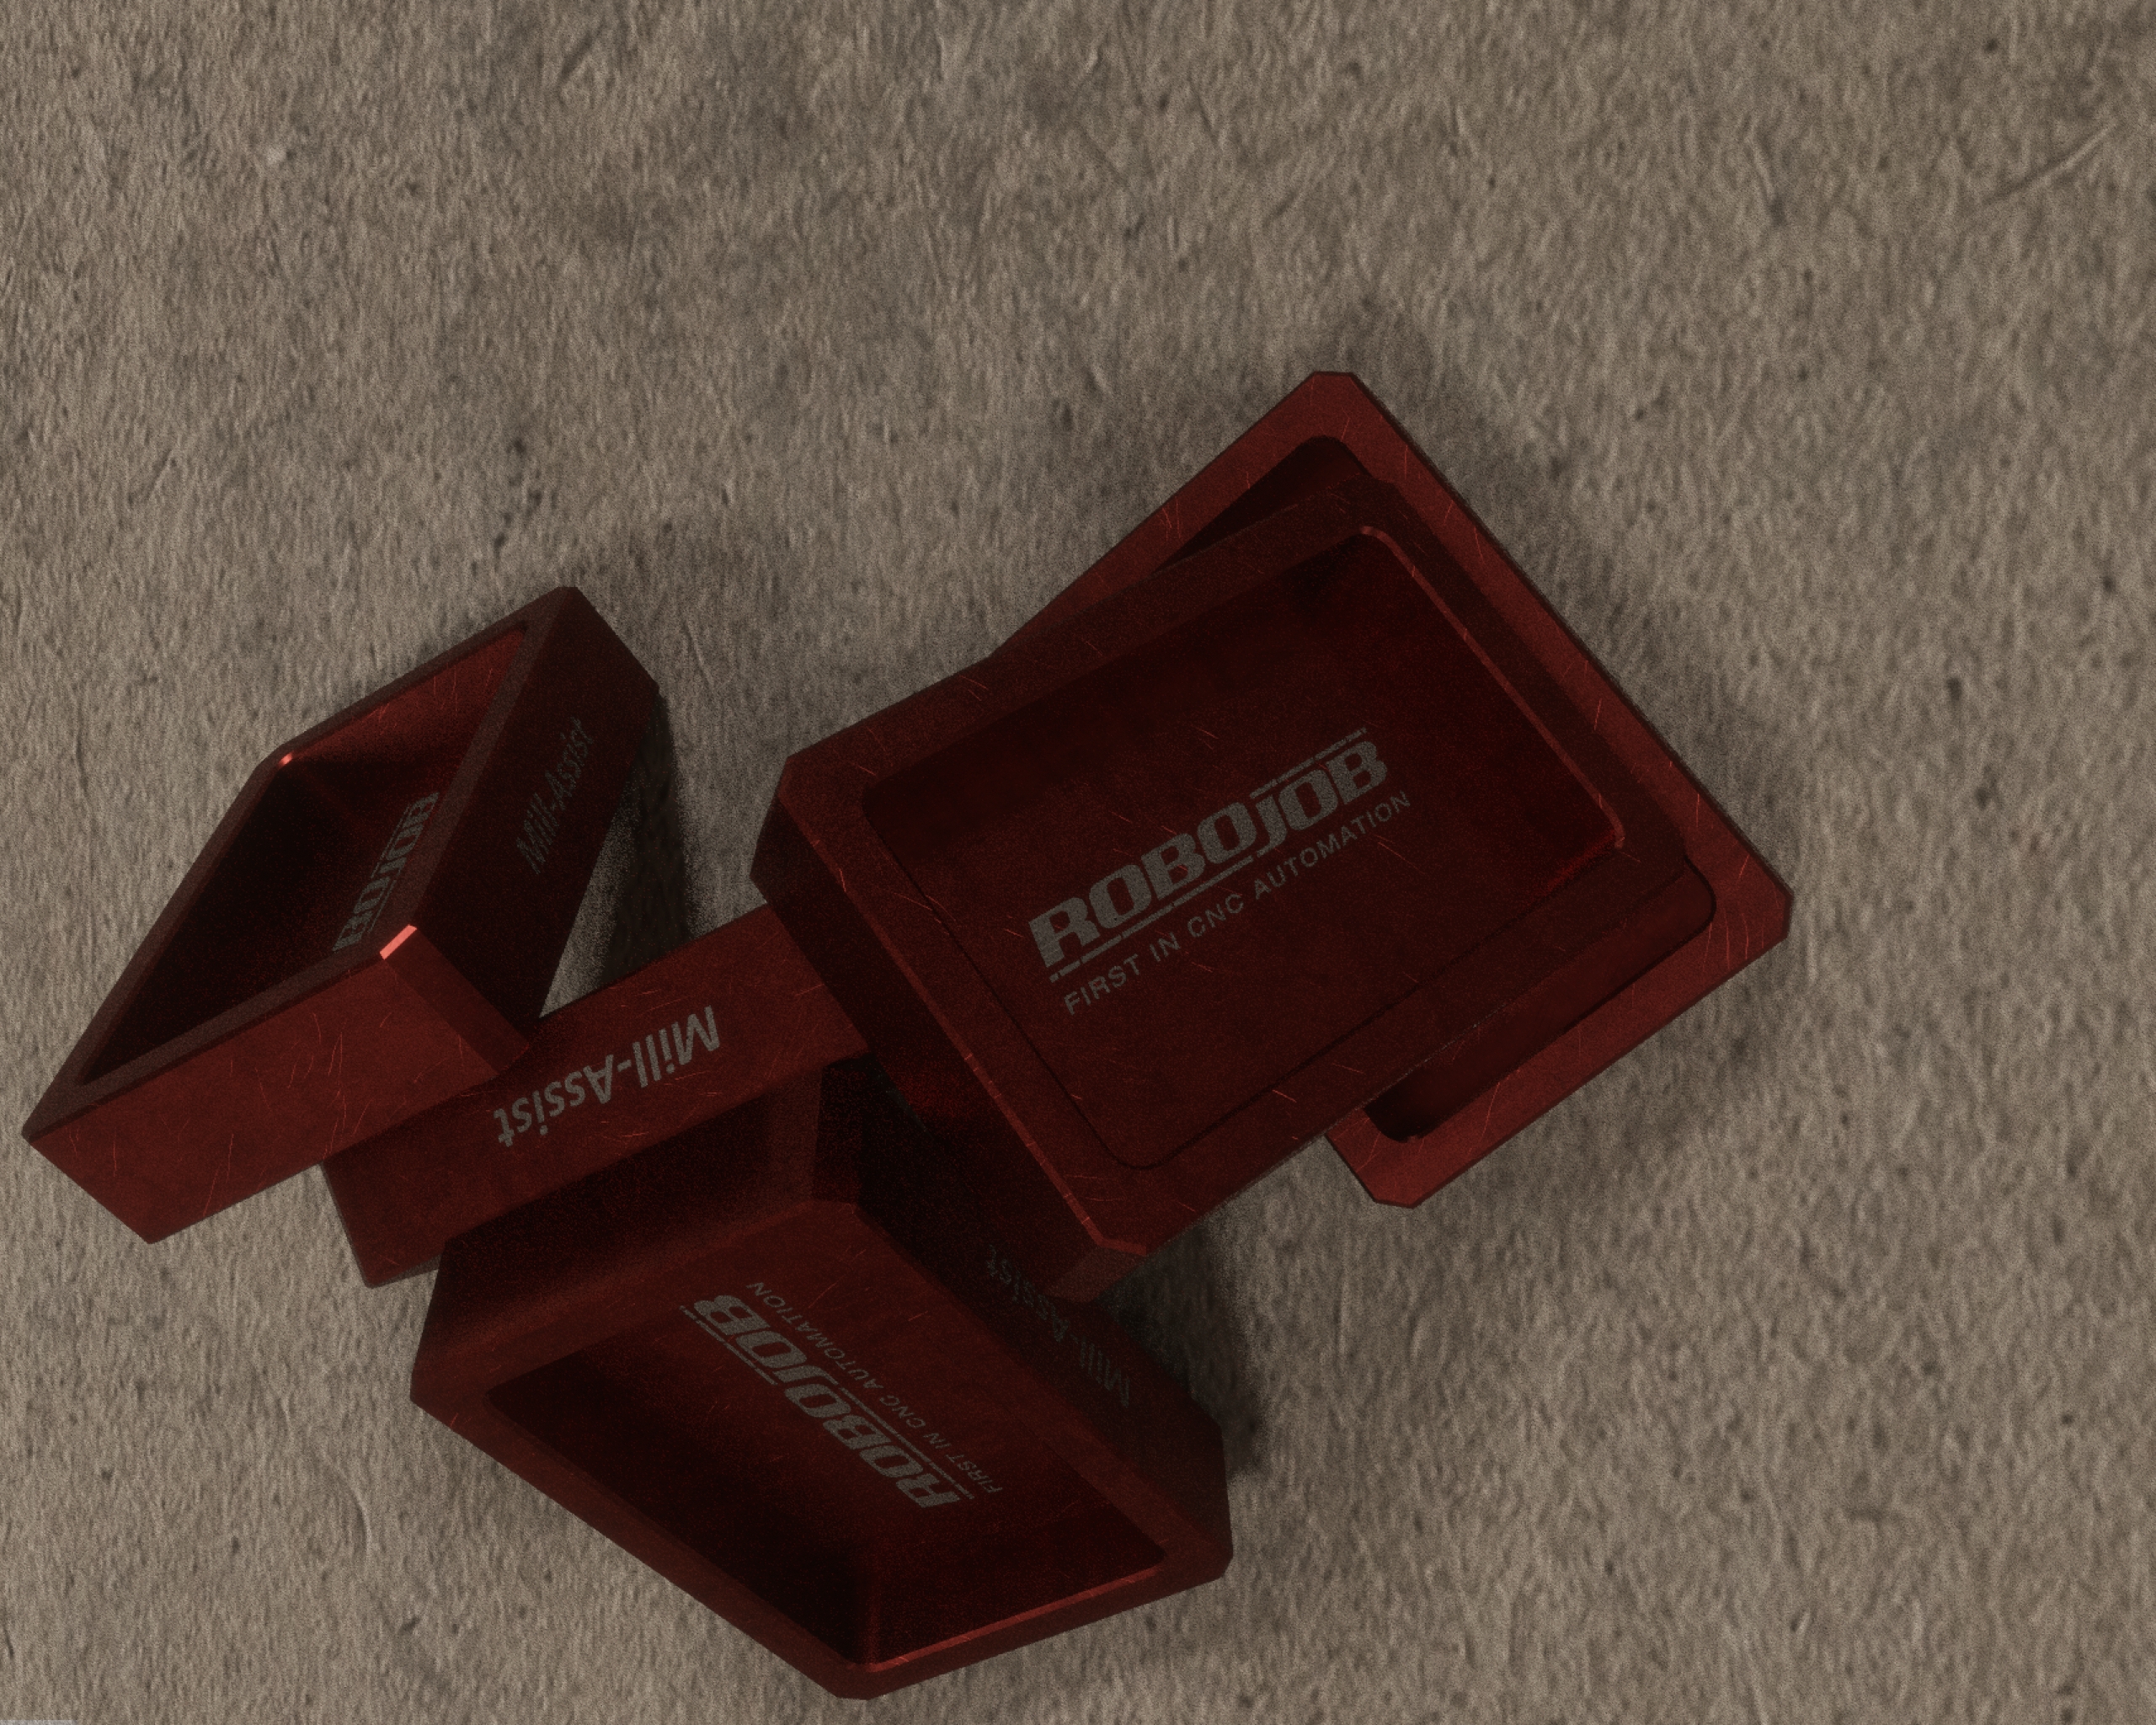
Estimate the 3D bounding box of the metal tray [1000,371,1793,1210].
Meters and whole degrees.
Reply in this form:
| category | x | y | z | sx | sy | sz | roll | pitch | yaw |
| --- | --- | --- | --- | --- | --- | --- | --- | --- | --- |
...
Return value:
| category | x | y | z | sx | sy | sz | roll | pitch | yaw |
| --- | --- | --- | --- | --- | --- | --- | --- | --- | --- |
| metal tray | 0.056 | -0.014 | 0.387 | 0.090 | 0.030 | 0.130 | -40 | 78 | 15 |

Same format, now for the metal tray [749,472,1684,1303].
| category | x | y | z | sx | sy | sz | roll | pitch | yaw |
| --- | --- | --- | --- | --- | --- | --- | --- | --- | --- |
| metal tray | 0.025 | -0.001 | 0.341 | 0.131 | 0.030 | 0.090 | -30 | 77 | -28 |

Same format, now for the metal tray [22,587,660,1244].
| category | x | y | z | sx | sy | sz | roll | pitch | yaw |
| --- | --- | --- | --- | --- | --- | --- | --- | --- | --- |
| metal tray | -0.137 | 0.005 | 0.407 | 0.090 | 0.130 | 0.030 | -25 | 120 | 18 |

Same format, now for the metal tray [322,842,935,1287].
| category | x | y | z | sx | sy | sz | roll | pitch | yaw |
| --- | --- | --- | --- | --- | --- | --- | --- | --- | --- |
| metal tray | -0.065 | 0.037 | 0.397 | 0.130 | 0.090 | 0.030 | -26 | 82 | 18 |

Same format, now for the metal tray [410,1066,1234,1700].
| category | x | y | z | sx | sy | sz | roll | pitch | yaw |
| --- | --- | --- | --- | --- | --- | --- | --- | --- | --- |
| metal tray | -0.041 | 0.100 | 0.377 | 0.090 | 0.130 | 0.030 | -26 | 37 | 18 |
